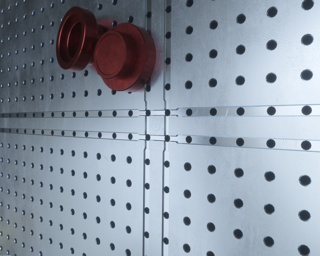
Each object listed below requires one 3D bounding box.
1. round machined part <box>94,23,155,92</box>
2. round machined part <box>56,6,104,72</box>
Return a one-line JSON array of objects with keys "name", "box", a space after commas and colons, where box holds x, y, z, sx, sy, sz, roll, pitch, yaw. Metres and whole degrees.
[{"name": "round machined part", "box": [-0.057, -0.101, 0.443, 0.098, 0.042, 0.097, 0, 90, 39]}, {"name": "round machined part", "box": [-0.124, -0.137, 0.491, 0.098, 0.042, 0.097, -7, 81, 47]}]
